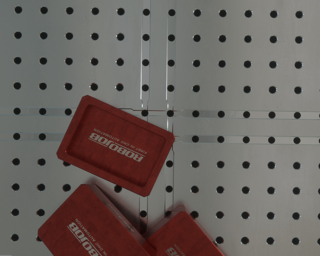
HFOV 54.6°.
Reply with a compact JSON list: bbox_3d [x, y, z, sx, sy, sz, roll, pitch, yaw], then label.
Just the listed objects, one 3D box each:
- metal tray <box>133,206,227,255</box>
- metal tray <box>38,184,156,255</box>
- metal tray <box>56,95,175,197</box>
[{"bbox_3d":[0.038,0.181,0.411,0.090,0.030,0.130,-40,90,0],"label":"metal tray"},{"bbox_3d":[-0.080,0.146,0.392,0.130,0.030,0.090,43,90,17],"label":"metal tray"},{"bbox_3d":[-0.056,0.023,0.410,0.130,0.030,0.090,24,90,0],"label":"metal tray"}]
